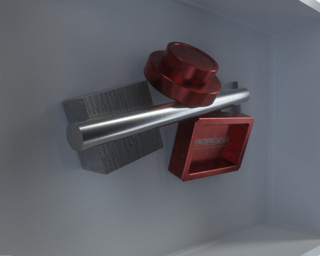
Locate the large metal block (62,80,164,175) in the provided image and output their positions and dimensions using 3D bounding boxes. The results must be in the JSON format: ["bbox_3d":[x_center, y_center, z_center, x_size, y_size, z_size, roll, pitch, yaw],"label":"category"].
[{"bbox_3d":[-0.051,-0.003,0.346,0.081,0.050,0.079,-23,105,-38],"label":"large metal block"}]

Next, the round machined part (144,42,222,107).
[{"bbox_3d":[0.033,-0.072,0.384,0.099,0.098,0.042,-6,135,-40],"label":"round machined part"}]

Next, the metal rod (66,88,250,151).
[{"bbox_3d":[0.028,-0.022,0.372,0.302,0.025,0.025,-16,101,-46],"label":"metal rod"}]

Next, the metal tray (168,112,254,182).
[{"bbox_3d":[0.077,0.023,0.450,0.131,0.030,0.089,-2,111,-41],"label":"metal tray"}]

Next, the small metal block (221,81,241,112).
[{"bbox_3d":[0.101,-0.046,0.491,0.050,0.025,0.050,-15,100,-39],"label":"small metal block"}]
